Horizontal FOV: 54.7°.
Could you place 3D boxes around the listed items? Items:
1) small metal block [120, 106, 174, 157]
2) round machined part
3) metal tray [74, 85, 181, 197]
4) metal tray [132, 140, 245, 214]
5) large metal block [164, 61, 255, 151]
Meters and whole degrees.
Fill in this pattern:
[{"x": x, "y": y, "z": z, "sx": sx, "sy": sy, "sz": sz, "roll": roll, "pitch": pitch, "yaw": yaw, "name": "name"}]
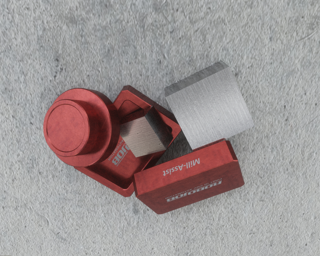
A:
[{"x": -0.020, "y": 0.006, "z": 0.388, "sx": 0.050, "sy": 0.025, "sz": 0.050, "roll": -17, "pitch": 114, "yaw": 36, "name": "small metal block"}, {"x": -0.102, "y": 0.000, "z": 0.378, "sx": 0.098, "sy": 0.042, "sz": 0.097, "roll": 1, "pitch": 91, "yaw": 24, "name": "round machined part"}, {"x": -0.044, "y": 0.020, "z": 0.414, "sx": 0.090, "sy": 0.030, "sz": 0.129, "roll": 33, "pitch": 107, "yaw": -12, "name": "metal tray"}, {"x": 0.040, "y": 0.069, "z": 0.410, "sx": 0.130, "sy": 0.030, "sz": 0.090, "roll": -21, "pitch": 145, "yaw": 8, "name": "metal tray"}, {"x": 0.060, "y": -0.028, "z": 0.388, "sx": 0.080, "sy": 0.050, "sz": 0.080, "roll": -25, "pitch": 108, "yaw": 9, "name": "large metal block"}]
